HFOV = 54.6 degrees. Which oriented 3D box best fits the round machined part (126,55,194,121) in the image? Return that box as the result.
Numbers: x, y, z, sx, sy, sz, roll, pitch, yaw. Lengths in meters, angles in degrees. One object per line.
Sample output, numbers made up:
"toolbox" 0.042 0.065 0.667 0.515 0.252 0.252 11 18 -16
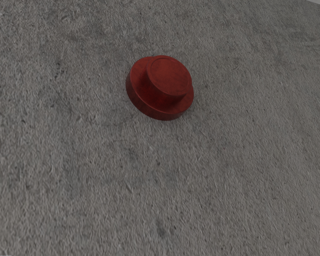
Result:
"round machined part" 0.005 -0.062 0.433 0.099 0.042 0.098 13 56 -21
